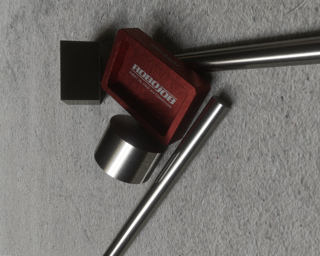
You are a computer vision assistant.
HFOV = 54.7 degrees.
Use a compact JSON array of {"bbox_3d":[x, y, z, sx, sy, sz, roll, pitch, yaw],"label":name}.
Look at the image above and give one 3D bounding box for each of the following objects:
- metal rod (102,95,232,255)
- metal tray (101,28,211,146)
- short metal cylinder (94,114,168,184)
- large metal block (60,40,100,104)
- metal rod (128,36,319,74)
[{"bbox_3d":[-0.004,0.086,0.406,0.025,0.025,0.298,47,117,29],"label":"metal rod"},{"bbox_3d":[-0.011,-0.052,0.383,0.130,0.030,0.089,43,128,21],"label":"metal tray"},{"bbox_3d":[-0.037,0.026,0.397,0.080,0.081,0.050,44,116,31],"label":"short metal cylinder"},{"bbox_3d":[-0.115,-0.077,0.455,0.080,0.050,0.079,177,93,-80],"label":"large metal block"},{"bbox_3d":[0.078,-0.076,0.338,0.300,0.025,0.025,4,92,39],"label":"metal rod"}]
